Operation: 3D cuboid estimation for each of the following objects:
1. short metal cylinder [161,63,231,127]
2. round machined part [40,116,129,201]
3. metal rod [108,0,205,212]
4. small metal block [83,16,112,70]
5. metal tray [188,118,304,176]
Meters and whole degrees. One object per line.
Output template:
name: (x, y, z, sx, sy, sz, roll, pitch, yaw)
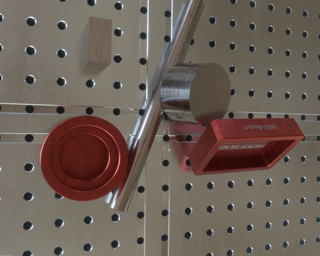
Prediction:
short metal cylinder: (0.048, -0.044, 0.403, 0.081, 0.050, 0.079, -10, 105, -41)
round machined part: (-0.091, 0.034, 0.371, 0.099, 0.042, 0.097, 0, 90, -21)
metal rod: (-0.002, -0.036, 0.412, 0.025, 0.025, 0.299, 23, 82, -19)
small metal block: (-0.076, -0.099, 0.372, 0.025, 0.050, 0.050, 2, 90, -20)
metal tray: (0.115, 0.026, 0.422, 0.131, 0.089, 0.030, -1, 54, -21)
